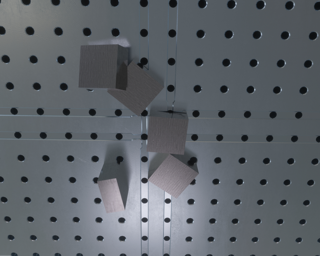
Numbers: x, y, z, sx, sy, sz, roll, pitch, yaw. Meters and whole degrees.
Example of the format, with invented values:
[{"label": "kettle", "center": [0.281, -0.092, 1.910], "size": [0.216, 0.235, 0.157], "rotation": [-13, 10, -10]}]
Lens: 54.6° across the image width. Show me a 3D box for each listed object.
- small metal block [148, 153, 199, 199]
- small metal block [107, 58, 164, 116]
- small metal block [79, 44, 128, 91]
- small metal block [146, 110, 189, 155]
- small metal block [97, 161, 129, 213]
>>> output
[{"label": "small metal block", "center": [0.018, 0.063, 0.437], "size": [0.050, 0.025, 0.050], "rotation": [35, 106, -12]}, {"label": "small metal block", "center": [-0.030, -0.052, 0.394], "size": [0.050, 0.025, 0.050], "rotation": [39, 105, -13]}, {"label": "small metal block", "center": [-0.067, -0.071, 0.370], "size": [0.050, 0.025, 0.050], "rotation": [4, 92, 21]}, {"label": "small metal block", "center": [0.009, 0.006, 0.416], "size": [0.050, 0.025, 0.050], "rotation": [5, 110, -2]}, {"label": "small metal block", "center": [-0.064, 0.081, 0.429], "size": [0.025, 0.050, 0.050], "rotation": [-10, 110, 4]}]
